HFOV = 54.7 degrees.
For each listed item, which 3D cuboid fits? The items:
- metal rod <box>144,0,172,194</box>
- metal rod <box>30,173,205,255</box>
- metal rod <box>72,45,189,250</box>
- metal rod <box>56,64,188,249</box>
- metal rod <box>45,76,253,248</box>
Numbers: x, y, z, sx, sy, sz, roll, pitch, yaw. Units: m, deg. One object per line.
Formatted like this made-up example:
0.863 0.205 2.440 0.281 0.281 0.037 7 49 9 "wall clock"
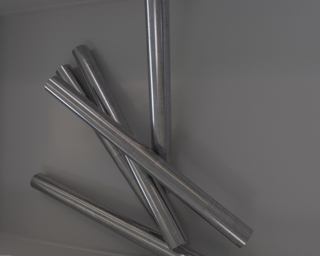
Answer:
-0.001 -0.054 0.346 0.025 0.025 0.298 8 117 20 "metal rod"
-0.061 0.125 0.414 0.300 0.025 0.025 19 96 25 "metal rod"
-0.047 0.011 0.405 0.025 0.025 0.299 -35 71 16 "metal rod"
-0.058 0.033 0.430 0.025 0.025 0.299 -39 78 16 "metal rod"
-0.022 0.032 0.370 0.300 0.025 0.025 38 102 12 "metal rod"
